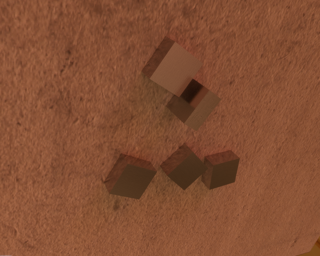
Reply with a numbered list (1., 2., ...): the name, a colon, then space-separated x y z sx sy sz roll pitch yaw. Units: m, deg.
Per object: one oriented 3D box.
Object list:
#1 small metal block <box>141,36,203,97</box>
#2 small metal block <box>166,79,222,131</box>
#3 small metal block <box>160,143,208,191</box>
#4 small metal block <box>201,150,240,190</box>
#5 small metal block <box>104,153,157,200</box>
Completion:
1. small metal block: 0.015 -0.073 0.372 0.050 0.025 0.050 27 103 -38
2. small metal block: 0.042 -0.032 0.395 0.025 0.050 0.050 29 102 -38
3. small metal block: 0.037 0.059 0.465 0.050 0.025 0.050 -43 130 1
4. small metal block: 0.098 0.068 0.505 0.050 0.025 0.050 -11 123 -23
5. small metal block: -0.041 0.068 0.428 0.050 0.025 0.050 22 107 -37
